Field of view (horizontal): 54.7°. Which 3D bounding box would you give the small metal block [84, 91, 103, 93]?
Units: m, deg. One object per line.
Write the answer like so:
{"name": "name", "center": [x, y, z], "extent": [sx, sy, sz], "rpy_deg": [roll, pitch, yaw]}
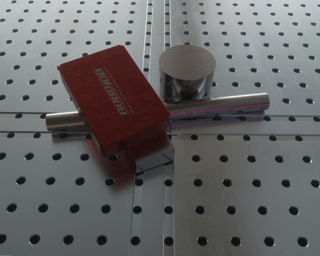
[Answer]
{"name": "small metal block", "center": [-0.096, -0.070, 0.448], "extent": [0.050, 0.050, 0.025], "rpy_deg": [-25, 55, -20]}

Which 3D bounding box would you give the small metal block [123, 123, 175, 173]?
{"name": "small metal block", "center": [-0.015, 0.022, 0.387], "extent": [0.050, 0.025, 0.050], "rpy_deg": [-18, 53, -15]}

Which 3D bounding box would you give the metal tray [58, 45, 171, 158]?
{"name": "metal tray", "center": [-0.058, -0.038, 0.385], "extent": [0.091, 0.030, 0.130], "rpy_deg": [-25, 66, -19]}

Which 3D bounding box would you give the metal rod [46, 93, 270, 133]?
{"name": "metal rod", "center": [0.001, -0.022, 0.426], "extent": [0.302, 0.025, 0.025], "rpy_deg": [-6, 50, -6]}

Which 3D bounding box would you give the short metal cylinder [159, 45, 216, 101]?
{"name": "short metal cylinder", "center": [0.039, -0.078, 0.457], "extent": [0.081, 0.050, 0.080], "rpy_deg": [0, 50, 0]}
